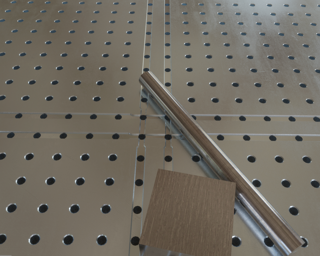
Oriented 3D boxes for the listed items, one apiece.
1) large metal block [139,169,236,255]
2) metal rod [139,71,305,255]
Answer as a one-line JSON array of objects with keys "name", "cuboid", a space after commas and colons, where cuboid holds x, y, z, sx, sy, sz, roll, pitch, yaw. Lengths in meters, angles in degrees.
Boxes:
[{"name": "large metal block", "cuboid": [0.029, 0.095, 0.312, 0.080, 0.050, 0.080, 10, 51, 7]}, {"name": "metal rod", "cuboid": [0.057, 0.023, 0.389, 0.025, 0.025, 0.300, -25, 55, -20]}]
